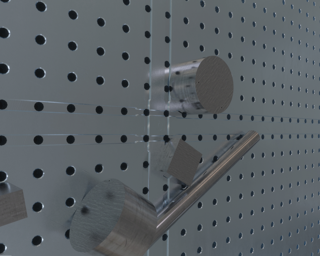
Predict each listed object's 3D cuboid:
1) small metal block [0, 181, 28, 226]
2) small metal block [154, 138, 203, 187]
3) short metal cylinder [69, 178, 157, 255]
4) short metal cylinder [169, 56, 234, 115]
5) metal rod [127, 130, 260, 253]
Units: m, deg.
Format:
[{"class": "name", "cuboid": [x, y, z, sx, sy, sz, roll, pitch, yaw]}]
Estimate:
[{"class": "small metal block", "cuboid": [-0.150, 0.068, 0.267, 0.050, 0.050, 0.025, -13, 98, -39]}, {"class": "small metal block", "cuboid": [0.027, 0.048, 0.432, 0.050, 0.025, 0.050, 36, 68, -34]}, {"class": "short metal cylinder", "cuboid": [-0.050, 0.102, 0.332, 0.050, 0.080, 0.080, 43, 64, -32]}, {"class": "short metal cylinder", "cuboid": [0.060, -0.059, 0.444, 0.081, 0.050, 0.079, 0, 90, -40]}, {"class": "metal rod", "cuboid": [0.063, 0.085, 0.462, 0.302, 0.025, 0.025, -34, 112, -35]}]
